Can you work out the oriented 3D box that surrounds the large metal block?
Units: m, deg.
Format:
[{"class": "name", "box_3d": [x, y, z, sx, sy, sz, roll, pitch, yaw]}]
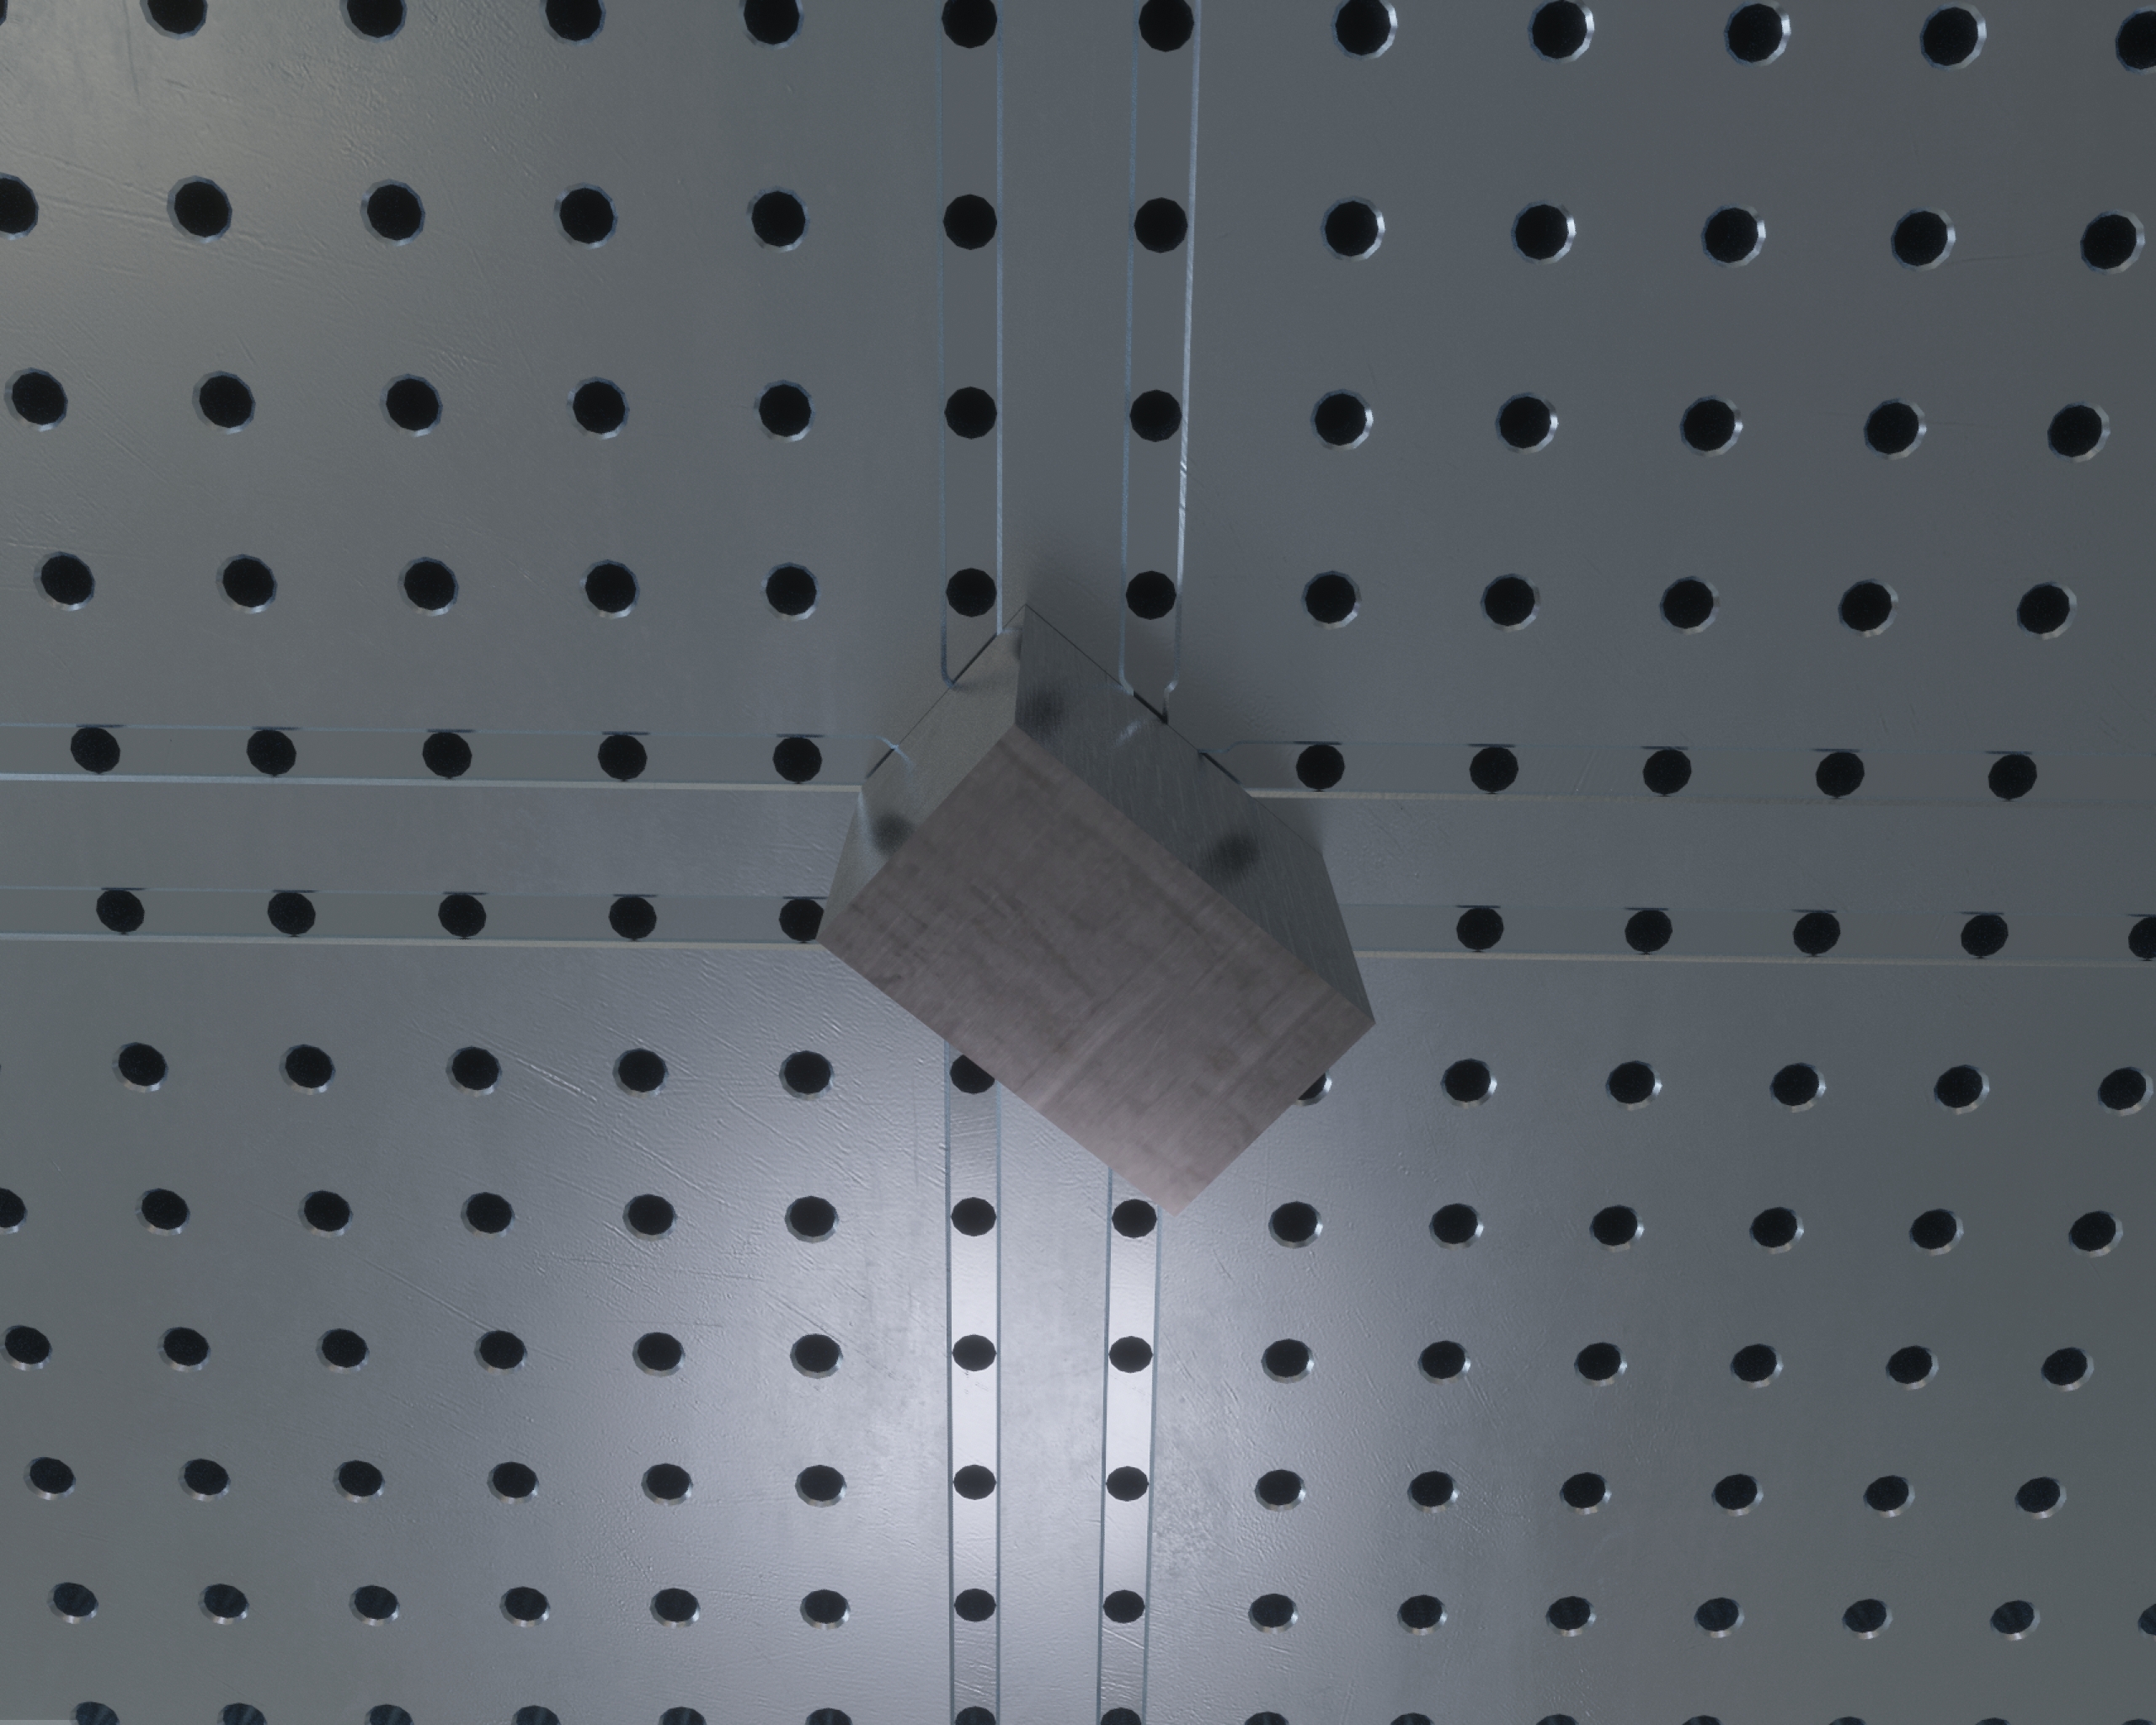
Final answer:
[{"class": "large metal block", "box_3d": [0.003, 0.006, 0.386, 0.080, 0.080, 0.050, 39, 106, -14]}]
